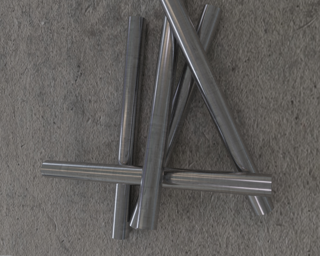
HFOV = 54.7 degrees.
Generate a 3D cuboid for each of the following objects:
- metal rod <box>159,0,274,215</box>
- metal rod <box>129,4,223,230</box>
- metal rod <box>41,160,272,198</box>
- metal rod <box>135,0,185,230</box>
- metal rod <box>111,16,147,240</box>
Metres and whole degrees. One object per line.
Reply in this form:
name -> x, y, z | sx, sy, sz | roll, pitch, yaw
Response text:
metal rod -> 0.062, -0.039, 0.366 | 0.025, 0.025, 0.299 | -24, 90, 18
metal rod -> 0.018, -0.008, 0.402 | 0.025, 0.025, 0.298 | 21, 97, 18
metal rod -> -0.020, 0.060, 0.387 | 0.301, 0.025, 0.025 | 1, 90, 21
metal rod -> 0.003, -0.034, 0.373 | 0.025, 0.025, 0.299 | 3, 78, 20
metal rod -> -0.043, 0.001, 0.424 | 0.025, 0.025, 0.298 | 5, 92, 20
